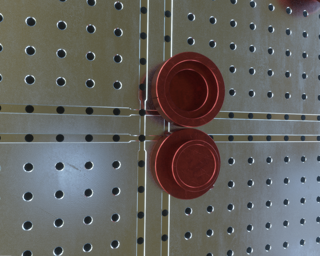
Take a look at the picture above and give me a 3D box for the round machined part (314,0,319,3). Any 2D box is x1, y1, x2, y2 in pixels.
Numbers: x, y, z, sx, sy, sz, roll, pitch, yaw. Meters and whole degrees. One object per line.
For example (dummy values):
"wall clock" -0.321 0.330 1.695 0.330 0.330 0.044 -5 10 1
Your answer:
"round machined part" 0.270 -0.250 0.505 0.099 0.042 0.097 0 90 -21

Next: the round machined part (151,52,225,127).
"round machined part" 0.034 -0.050 0.417 0.099 0.042 0.097 0 90 -21

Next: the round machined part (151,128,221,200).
"round machined part" 0.040 0.049 0.420 0.099 0.042 0.097 0 90 -21
